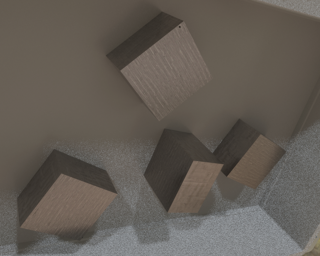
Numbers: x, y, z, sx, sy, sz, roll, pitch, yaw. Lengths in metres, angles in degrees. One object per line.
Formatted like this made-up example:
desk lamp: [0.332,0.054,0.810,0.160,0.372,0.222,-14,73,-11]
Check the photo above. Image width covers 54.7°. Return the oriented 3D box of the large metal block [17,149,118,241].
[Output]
large metal block: [-0.114,0.084,0.382,0.080,0.050,0.080,32,101,-38]

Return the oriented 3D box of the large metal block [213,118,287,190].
large metal block: [0.140,0.043,0.495,0.080,0.050,0.080,27,104,-37]

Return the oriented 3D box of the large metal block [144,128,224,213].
large metal block: [0.029,0.058,0.424,0.050,0.080,0.079,11,113,-33]

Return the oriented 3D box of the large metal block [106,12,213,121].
large metal block: [0.001,-0.069,0.350,0.080,0.050,0.080,-39,129,-2]
